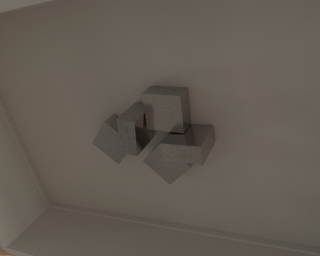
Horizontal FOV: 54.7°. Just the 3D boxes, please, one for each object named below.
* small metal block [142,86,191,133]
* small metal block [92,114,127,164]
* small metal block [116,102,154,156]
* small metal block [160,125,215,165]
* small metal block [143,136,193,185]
[{"bbox_3d":[0.009,-0.023,0.386,0.050,0.025,0.050,6,121,24],"label":"small metal block"},{"bbox_3d":[-0.063,0.016,0.448,0.050,0.025,0.050,39,129,1],"label":"small metal block"},{"bbox_3d":[-0.031,0.000,0.405,0.025,0.050,0.050,12,123,21],"label":"small metal block"},{"bbox_3d":[0.035,0.019,0.381,0.050,0.050,0.025,3,120,26],"label":"small metal block"},{"bbox_3d":[0.014,0.042,0.424,0.050,0.025,0.050,42,129,-1],"label":"small metal block"}]
